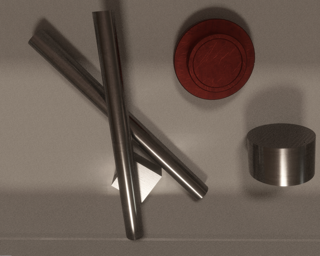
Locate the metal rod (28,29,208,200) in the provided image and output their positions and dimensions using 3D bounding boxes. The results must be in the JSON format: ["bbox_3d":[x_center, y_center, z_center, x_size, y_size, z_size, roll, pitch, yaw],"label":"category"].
[{"bbox_3d":[-0.044,-0.008,0.407,0.025,0.025,0.300,-42,105,13],"label":"metal rod"}]

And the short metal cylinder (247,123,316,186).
[{"bbox_3d":[0.154,0.032,0.396,0.080,0.080,0.050,-8,110,2],"label":"short metal cylinder"}]

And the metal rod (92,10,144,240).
[{"bbox_3d":[-0.048,0.012,0.387,0.025,0.025,0.298,-5,111,1],"label":"metal rod"}]

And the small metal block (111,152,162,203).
[{"bbox_3d":[-0.032,0.069,0.436,0.050,0.025,0.050,32,107,-12],"label":"small metal block"}]

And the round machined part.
[{"bbox_3d":[0.066,-0.081,0.374,0.099,0.042,0.097,0,110,-1],"label":"round machined part"}]
